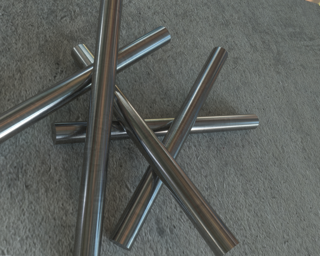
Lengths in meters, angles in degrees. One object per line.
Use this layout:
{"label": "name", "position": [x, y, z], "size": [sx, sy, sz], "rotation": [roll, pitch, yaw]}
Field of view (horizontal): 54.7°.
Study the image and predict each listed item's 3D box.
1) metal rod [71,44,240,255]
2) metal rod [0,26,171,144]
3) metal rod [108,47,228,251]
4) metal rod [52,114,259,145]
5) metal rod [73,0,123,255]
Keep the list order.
{"label": "metal rod", "position": [-0.021, 0.006, 0.347], "size": [0.025, 0.025, 0.300], "rotation": [-20, 59, -35]}
{"label": "metal rod", "position": [-0.101, -0.041, 0.337], "size": [0.302, 0.025, 0.025], "rotation": [-37, 83, -27]}
{"label": "metal rod", "position": [0.024, 0.004, 0.384], "size": [0.025, 0.025, 0.300], "rotation": [33, 60, -7]}
{"label": "metal rod", "position": [0.015, -0.002, 0.412], "size": [0.303, 0.025, 0.025], "rotation": [-4, 64, -30]}
{"label": "metal rod", "position": [-0.062, -0.008, 0.320], "size": [0.025, 0.025, 0.299], "rotation": [9, 75, -24]}
